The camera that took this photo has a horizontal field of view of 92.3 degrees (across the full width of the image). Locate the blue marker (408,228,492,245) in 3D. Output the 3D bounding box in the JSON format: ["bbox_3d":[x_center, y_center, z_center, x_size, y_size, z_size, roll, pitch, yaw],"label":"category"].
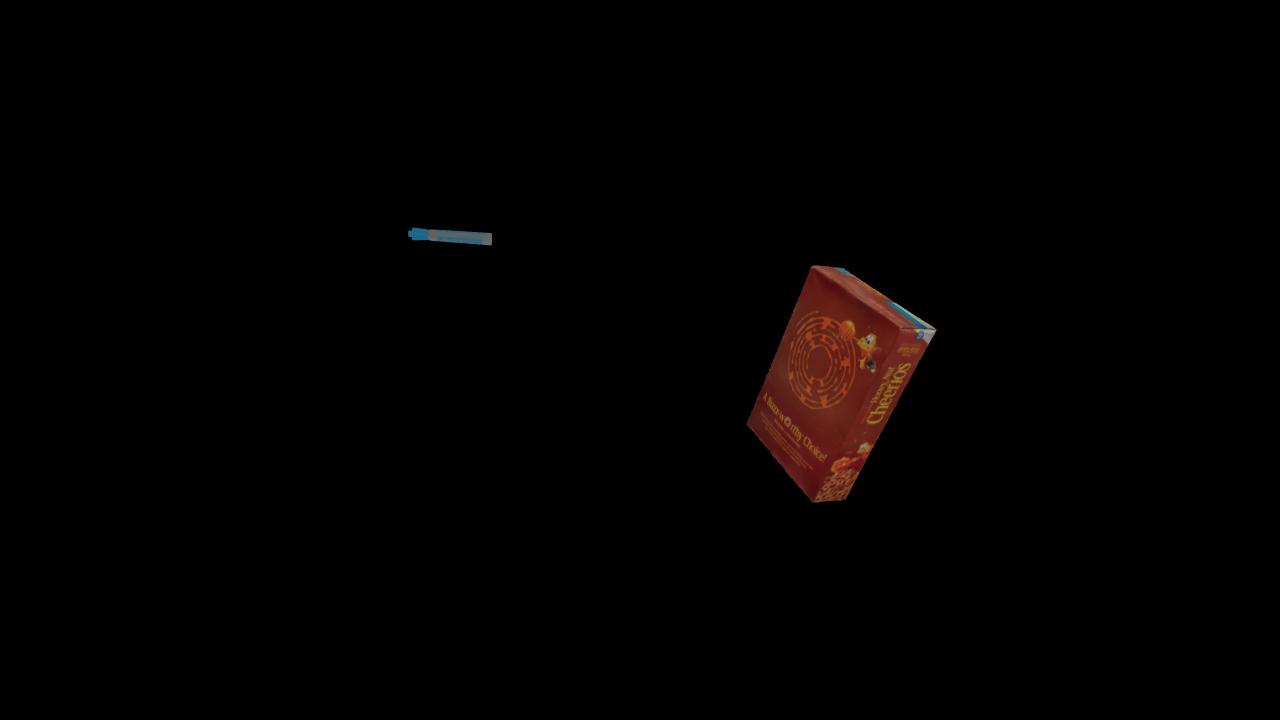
[{"bbox_3d":[-0.286,-0.187,0.929,0.121,0.020,0.020,1,0,-15],"label":"blue marker"}]

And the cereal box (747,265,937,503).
[{"bbox_3d":[0.289,0.035,0.938,0.081,0.306,0.203,3,29,-27],"label":"cereal box"}]
